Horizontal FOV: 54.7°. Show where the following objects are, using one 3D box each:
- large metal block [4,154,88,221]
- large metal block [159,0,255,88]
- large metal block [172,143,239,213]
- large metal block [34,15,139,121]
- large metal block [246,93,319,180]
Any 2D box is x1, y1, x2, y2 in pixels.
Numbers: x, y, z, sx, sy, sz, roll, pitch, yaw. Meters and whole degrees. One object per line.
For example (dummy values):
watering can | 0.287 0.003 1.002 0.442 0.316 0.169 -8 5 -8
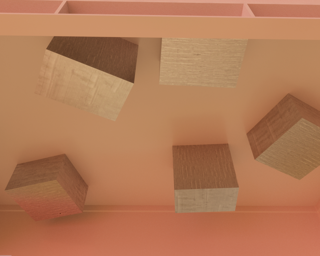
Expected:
large metal block | -0.167 0.091 0.469 0.080 0.050 0.080 -13 129 10
large metal block | 0.042 -0.090 0.316 0.081 0.050 0.079 2 130 -2
large metal block | 0.059 0.069 0.432 0.080 0.080 0.050 -2 130 2
large metal block | -0.071 -0.063 0.319 0.080 0.080 0.050 20 127 -16
large metal block | 0.176 0.014 0.406 0.080 0.050 0.080 24 126 -19
